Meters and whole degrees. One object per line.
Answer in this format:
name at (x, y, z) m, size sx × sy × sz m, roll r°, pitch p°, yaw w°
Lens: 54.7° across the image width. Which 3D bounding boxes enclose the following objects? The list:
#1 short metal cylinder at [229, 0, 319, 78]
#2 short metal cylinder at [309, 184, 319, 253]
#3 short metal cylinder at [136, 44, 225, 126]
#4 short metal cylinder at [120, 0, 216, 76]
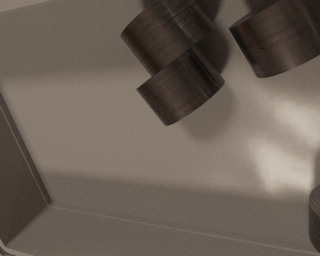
short metal cylinder at (0.107, -0.086, 0.264) m, size 0.080 × 0.080 × 0.050 m, roll -25°, pitch 105°, yaw 36°
short metal cylinder at (0.202, 0.099, 0.328) m, size 0.080 × 0.080 × 0.050 m, roll 2°, pitch 119°, yaw 27°
short metal cylinder at (0.021, -0.046, 0.332) m, size 0.080 × 0.080 × 0.050 m, roll -31°, pitch 101°, yaw 38°
short metal cylinder at (0.008, -0.095, 0.309) m, size 0.080 × 0.080 × 0.050 m, roll -31°, pitch 101°, yaw 37°
